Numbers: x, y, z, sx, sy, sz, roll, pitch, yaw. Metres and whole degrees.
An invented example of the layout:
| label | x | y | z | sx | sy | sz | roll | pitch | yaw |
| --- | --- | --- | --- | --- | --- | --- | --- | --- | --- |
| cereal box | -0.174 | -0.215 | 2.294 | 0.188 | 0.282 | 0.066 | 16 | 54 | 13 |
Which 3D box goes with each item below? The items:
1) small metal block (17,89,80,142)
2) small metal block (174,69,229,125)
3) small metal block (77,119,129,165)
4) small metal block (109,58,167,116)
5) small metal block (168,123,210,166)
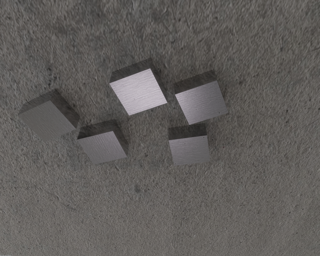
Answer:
| label | x | y | z | sx | sy | sz | roll | pitch | yaw |
| --- | --- | --- | --- | --- | --- | --- | --- | --- | --- |
| small metal block | -0.140 | -0.015 | 0.393 | 0.050 | 0.025 | 0.050 | -21 | 127 | 17 |
| small metal block | 0.050 | -0.037 | 0.376 | 0.050 | 0.025 | 0.050 | -18 | 128 | 14 |
| small metal block | -0.076 | 0.019 | 0.423 | 0.050 | 0.025 | 0.050 | -14 | 129 | 11 |
| small metal block | -0.024 | -0.048 | 0.366 | 0.050 | 0.025 | 0.050 | -18 | 128 | 14 |
| small metal block | 0.041 | 0.023 | 0.427 | 0.050 | 0.025 | 0.050 | -8 | 130 | 6 |
